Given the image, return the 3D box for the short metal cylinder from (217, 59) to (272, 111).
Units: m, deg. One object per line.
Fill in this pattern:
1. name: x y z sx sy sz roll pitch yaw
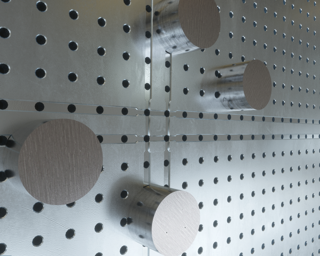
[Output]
1. short metal cylinder: 0.139 -0.068 0.509 0.081 0.050 0.079 0 90 -40

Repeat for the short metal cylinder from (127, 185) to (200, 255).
1. short metal cylinder: 0.005 0.116 0.397 0.081 0.050 0.079 0 90 -40

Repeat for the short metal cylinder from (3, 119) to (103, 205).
1. short metal cylinder: -0.105 0.031 0.305 0.081 0.050 0.079 0 90 -40

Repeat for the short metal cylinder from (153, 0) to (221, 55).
1. short metal cylinder: 0.037 -0.144 0.423 0.081 0.050 0.079 0 90 -40
